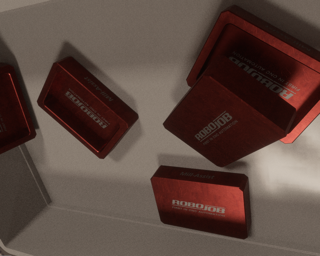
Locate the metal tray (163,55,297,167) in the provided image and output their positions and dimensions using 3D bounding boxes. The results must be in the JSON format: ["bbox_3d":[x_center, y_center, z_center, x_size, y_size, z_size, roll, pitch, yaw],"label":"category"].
[{"bbox_3d":[0.064,-0.009,0.328,0.090,0.030,0.129,36,154,-2],"label":"metal tray"}]

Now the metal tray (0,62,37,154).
[{"bbox_3d":[-0.257,-0.026,0.479,0.030,0.091,0.129,19,128,38],"label":"metal tray"}]

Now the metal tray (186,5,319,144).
[{"bbox_3d":[0.103,-0.053,0.317,0.130,0.030,0.089,32,128,6],"label":"metal tray"}]

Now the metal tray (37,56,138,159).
[{"bbox_3d":[-0.106,-0.026,0.442,0.130,0.030,0.090,41,129,-1],"label":"metal tray"}]

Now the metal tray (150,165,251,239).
[{"bbox_3d":[0.058,0.103,0.438,0.130,0.030,0.089,3,120,26],"label":"metal tray"}]
